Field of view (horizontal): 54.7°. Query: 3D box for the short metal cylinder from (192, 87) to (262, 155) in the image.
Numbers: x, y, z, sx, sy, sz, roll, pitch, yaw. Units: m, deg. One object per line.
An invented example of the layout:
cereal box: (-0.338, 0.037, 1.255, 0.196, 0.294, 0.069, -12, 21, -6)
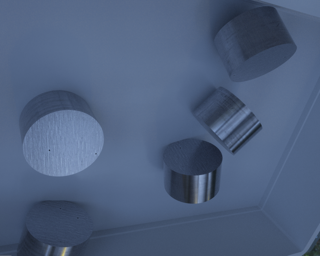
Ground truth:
short metal cylinder: (0.089, -0.009, 0.416, 0.050, 0.080, 0.080, -44, 129, 2)

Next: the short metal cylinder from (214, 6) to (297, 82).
short metal cylinder: (0.112, -0.097, 0.368, 0.080, 0.050, 0.080, -19, 165, -5)

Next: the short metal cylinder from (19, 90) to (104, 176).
short metal cylinder: (-0.107, 0.005, 0.337, 0.081, 0.050, 0.079, -14, 124, -21)

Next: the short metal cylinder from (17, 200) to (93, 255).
short metal cylinder: (-0.130, 0.136, 0.386, 0.081, 0.080, 0.050, 9, 114, -32)

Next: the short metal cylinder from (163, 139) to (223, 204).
short metal cylinder: (0.045, 0.059, 0.434, 0.081, 0.080, 0.050, -16, 125, -20)
